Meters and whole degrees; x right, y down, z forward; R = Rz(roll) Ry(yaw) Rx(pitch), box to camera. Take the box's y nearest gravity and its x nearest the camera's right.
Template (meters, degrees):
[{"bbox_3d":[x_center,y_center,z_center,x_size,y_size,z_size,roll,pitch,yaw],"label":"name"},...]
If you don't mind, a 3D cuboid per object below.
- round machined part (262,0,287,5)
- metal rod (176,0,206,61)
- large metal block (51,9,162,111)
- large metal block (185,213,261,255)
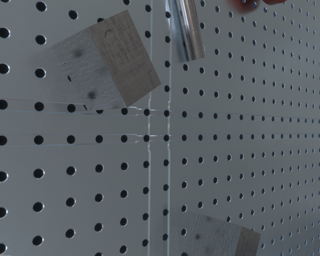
[{"bbox_3d":[0.197,-0.273,0.559,0.099,0.042,0.097,-5,98,-39],"label":"round machined part"},{"bbox_3d":[0.020,-0.243,0.425,0.025,0.025,0.298,-22,104,-38],"label":"metal rod"},{"bbox_3d":[-0.057,-0.066,0.325,0.050,0.080,0.080,-40,115,-33],"label":"large metal block"},{"bbox_3d":[0.088,0.177,0.448,0.050,0.080,0.080,31,71,-36],"label":"large metal block"}]
